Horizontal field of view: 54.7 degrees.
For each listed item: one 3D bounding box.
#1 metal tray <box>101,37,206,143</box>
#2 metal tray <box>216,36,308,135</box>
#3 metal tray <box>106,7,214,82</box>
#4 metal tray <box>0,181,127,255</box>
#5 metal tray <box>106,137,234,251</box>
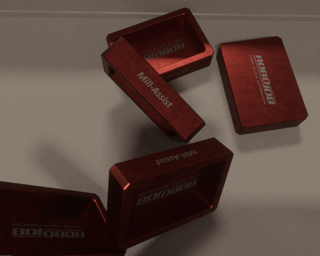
[{"bbox_3d":[-0.011,-0.039,0.368,0.030,0.090,0.130,-45,95,-7],"label":"metal tray"},{"bbox_3d":[0.138,-0.061,0.431,0.091,0.030,0.129,-8,70,-4],"label":"metal tray"},{"bbox_3d":[0.000,-0.112,0.447,0.131,0.030,0.090,-22,72,-8],"label":"metal tray"},{"bbox_3d":[-0.106,0.099,0.305,0.030,0.131,0.090,-56,45,14],"label":"metal tray"},{"bbox_3d":[0.011,0.066,0.325,0.131,0.089,0.030,-12,37,-31],"label":"metal tray"}]
